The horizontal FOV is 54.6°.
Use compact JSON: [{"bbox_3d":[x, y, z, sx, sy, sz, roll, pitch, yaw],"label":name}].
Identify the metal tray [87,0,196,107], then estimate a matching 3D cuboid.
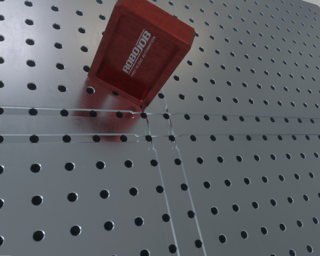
[{"bbox_3d":[-0.028,-0.088,0.379,0.090,0.129,0.030,27,53,-11],"label":"metal tray"}]
